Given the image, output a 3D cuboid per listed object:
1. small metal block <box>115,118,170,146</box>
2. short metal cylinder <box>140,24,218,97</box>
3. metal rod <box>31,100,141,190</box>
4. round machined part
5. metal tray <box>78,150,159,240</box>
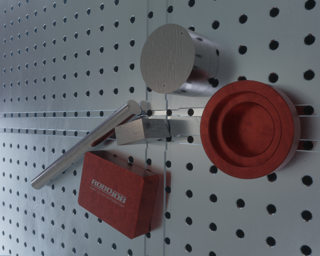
[{"bbox_3d":[-0.023,0.006,0.412,0.050,0.050,0.025,-16,80,39],"label":"small metal block"},{"bbox_3d":[0.023,-0.079,0.374,0.080,0.050,0.079,0,90,40],"label":"short metal cylinder"},{"bbox_3d":[-0.138,0.040,0.523,0.299,0.025,0.025,-34,69,34],"label":"metal rod"},{"bbox_3d":[0.094,0.001,0.321,0.098,0.042,0.097,0,90,40],"label":"round machined part"},{"bbox_3d":[-0.067,0.094,0.461,0.130,0.030,0.089,17,101,38],"label":"metal tray"}]
